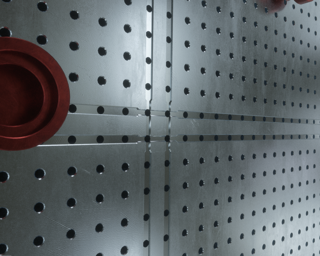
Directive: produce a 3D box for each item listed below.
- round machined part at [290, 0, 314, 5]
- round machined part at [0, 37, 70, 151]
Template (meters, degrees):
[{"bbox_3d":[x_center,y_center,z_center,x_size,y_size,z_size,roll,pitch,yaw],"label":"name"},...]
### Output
[{"bbox_3d":[0.279,-0.301,0.629,0.099,0.042,0.097,0,90,-40],"label":"round machined part"},{"bbox_3d":[-0.137,-0.029,0.282,0.099,0.042,0.097,0,90,-40],"label":"round machined part"}]
